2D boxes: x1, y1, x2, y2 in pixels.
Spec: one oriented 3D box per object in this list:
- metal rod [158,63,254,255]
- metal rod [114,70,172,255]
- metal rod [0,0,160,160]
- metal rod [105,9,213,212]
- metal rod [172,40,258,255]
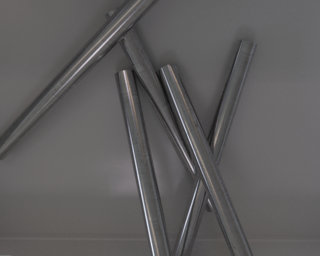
[{"bbox_3d":[0.064,0.063,0.379,0.025,0.025,0.299,-22,88,7],"label":"metal rod"},{"bbox_3d":[-0.014,0.077,0.375,0.025,0.025,0.298,-12,85,4],"label":"metal rod"},{"bbox_3d":[-0.113,-0.056,0.372,0.299,0.025,0.025,-40,106,20],"label":"metal rod"},{"bbox_3d":[0.013,-0.011,0.407,0.025,0.025,0.299,-25,109,9],"label":"metal rod"},{"bbox_3d":[0.067,0.037,0.403,0.025,0.025,0.298,14,101,-5],"label":"metal rod"}]
